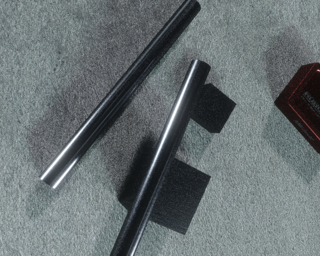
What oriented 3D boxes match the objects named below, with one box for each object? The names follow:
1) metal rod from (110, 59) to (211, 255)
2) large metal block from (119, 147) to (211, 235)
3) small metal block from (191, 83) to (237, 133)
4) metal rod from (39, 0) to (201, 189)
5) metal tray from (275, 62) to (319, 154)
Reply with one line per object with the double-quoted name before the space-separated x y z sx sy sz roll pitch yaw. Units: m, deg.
"metal rod" -0.008 0.060 0.354 0.025 0.025 0.299 26 81 -19
"large metal block" 0.006 0.079 0.399 0.080 0.050 0.080 29 80 -18
"small metal block" 0.071 -0.027 0.437 0.050 0.025 0.050 35 78 -17
"metal rod" -0.042 -0.053 0.394 0.025 0.025 0.300 41 77 -16
"metal tray" 0.258 -0.030 0.503 0.130 0.030 0.090 43 76 -15
